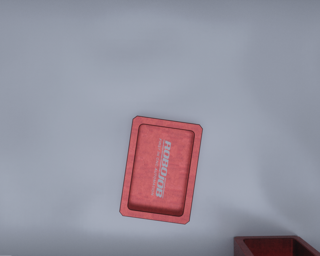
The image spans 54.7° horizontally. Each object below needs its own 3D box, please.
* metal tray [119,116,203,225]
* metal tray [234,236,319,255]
[{"bbox_3d":[0.001,0.054,0.408,0.091,0.030,0.129,8,90,-1],"label":"metal tray"},{"bbox_3d":[0.146,0.164,0.361,0.091,0.130,0.030,-1,90,0],"label":"metal tray"}]
